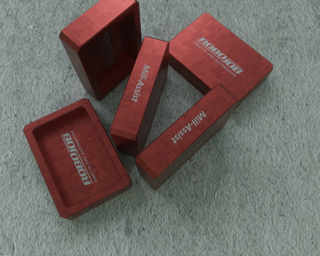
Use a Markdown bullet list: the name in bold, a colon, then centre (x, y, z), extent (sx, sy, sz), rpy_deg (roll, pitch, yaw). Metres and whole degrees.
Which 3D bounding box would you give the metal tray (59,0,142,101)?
- **metal tray**: centre (-0.065, -0.097, 0.388), extent (0.030, 0.130, 0.090), rpy_deg (42, 75, 13)

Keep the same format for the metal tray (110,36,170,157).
- **metal tray**: centre (-0.021, -0.035, 0.387), extent (0.030, 0.090, 0.130), rpy_deg (16, 71, 5)

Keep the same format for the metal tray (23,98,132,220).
- **metal tray**: centre (-0.103, 0.037, 0.392), extent (0.090, 0.030, 0.130), rpy_deg (-27, 73, -10)

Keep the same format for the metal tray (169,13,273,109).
- **metal tray**: centre (0.081, -0.094, 0.442), extent (0.090, 0.030, 0.130), rpy_deg (-43, 76, -14)

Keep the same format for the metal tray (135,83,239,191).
- **metal tray**: centre (0.031, 0.014, 0.370), extent (0.130, 0.090, 0.030), rpy_deg (-42, 76, -14)
